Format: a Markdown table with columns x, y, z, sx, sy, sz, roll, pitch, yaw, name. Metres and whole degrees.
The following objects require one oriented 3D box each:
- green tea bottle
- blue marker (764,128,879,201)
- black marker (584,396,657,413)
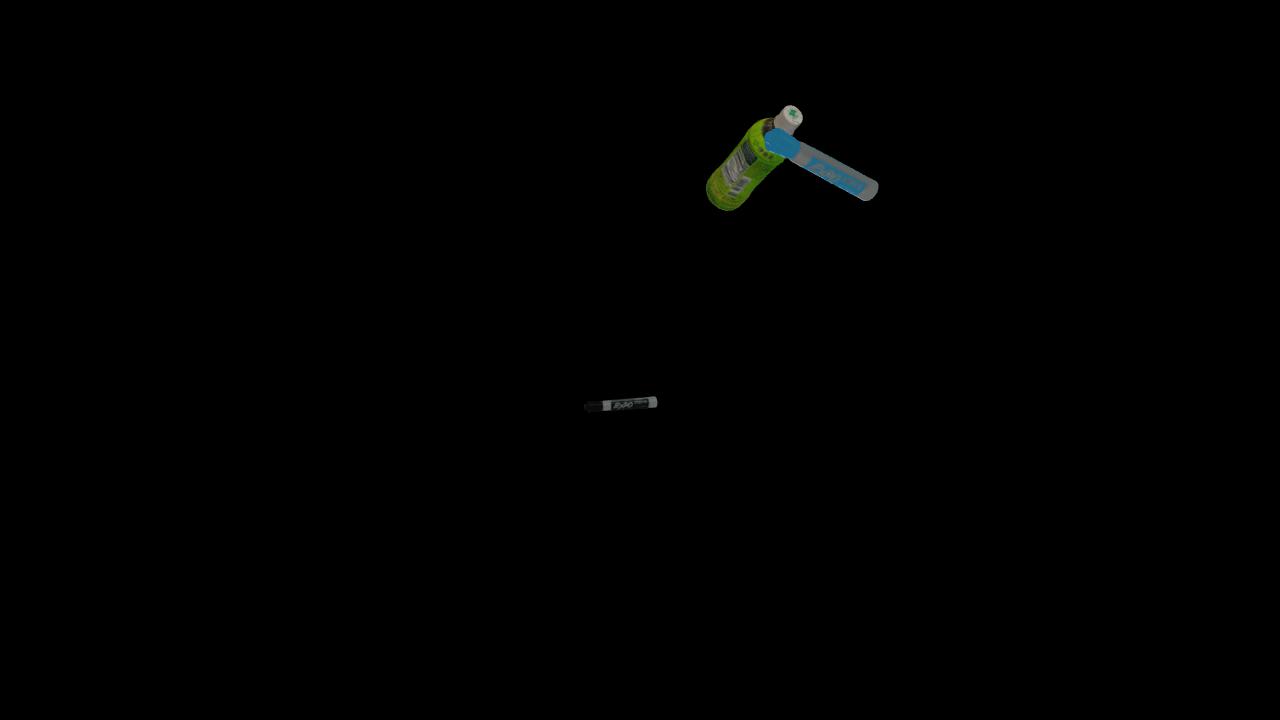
| x | y | z | sx | sy | sz | roll | pitch | yaw | name |
| --- | --- | --- | --- | --- | --- | --- | --- | --- | --- |
| 0.171 | -0.299 | 0.914 | 0.073 | 0.073 | 0.212 | 0 | -13 | -19 | green tea bottle |
| 0.151 | -0.162 | 0.511 | 0.121 | 0.020 | 0.020 | 15 | -7 | -29 | blue marker |
| -0.031 | 0.072 | 0.994 | 0.121 | 0.020 | 0.020 | -3 | 1 | -20 | black marker |
